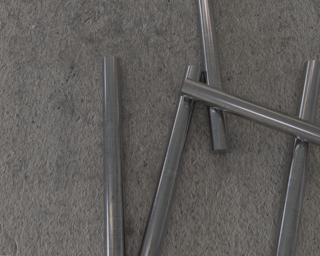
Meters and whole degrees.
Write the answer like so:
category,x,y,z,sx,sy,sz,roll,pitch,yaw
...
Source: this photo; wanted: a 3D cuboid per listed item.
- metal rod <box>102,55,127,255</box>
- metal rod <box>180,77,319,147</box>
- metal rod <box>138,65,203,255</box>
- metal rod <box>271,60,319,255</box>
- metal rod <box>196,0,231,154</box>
category,x,y,z,sx,sy,sz,roll,pitch,yaw
metal rod,-0.059,0.043,0.391,0.025,0.025,0.299,-4,70,-2
metal rod,0.170,0.000,0.381,0.301,0.025,0.025,21,71,7
metal rod,0.012,0.055,0.387,0.025,0.025,0.299,13,70,5
metal rod,0.174,0.045,0.392,0.025,0.025,0.299,16,71,6
metal rod,0.072,-0.110,0.448,0.025,0.025,0.299,-2,70,-1
